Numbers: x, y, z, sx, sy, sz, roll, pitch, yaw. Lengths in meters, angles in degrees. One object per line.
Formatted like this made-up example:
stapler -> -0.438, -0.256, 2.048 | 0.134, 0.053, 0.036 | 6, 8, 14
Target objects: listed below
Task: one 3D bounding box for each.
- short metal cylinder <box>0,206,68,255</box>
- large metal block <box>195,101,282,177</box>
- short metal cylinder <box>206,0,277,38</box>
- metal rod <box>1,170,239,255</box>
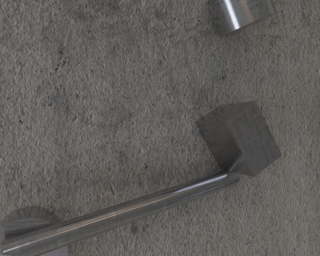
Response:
short metal cylinder -> -0.146, 0.132, 0.342 | 0.081, 0.050, 0.080 | 0, 90, -20
large metal block -> 0.103, 0.013, 0.418 | 0.050, 0.080, 0.080 | -33, 101, -17
short metal cylinder -> 0.110, -0.163, 0.420 | 0.081, 0.080, 0.050 | -26, 99, -18
metal rod -> -0.020, 0.095, 0.369 | 0.303, 0.025, 0.025 | -11, 94, -32
